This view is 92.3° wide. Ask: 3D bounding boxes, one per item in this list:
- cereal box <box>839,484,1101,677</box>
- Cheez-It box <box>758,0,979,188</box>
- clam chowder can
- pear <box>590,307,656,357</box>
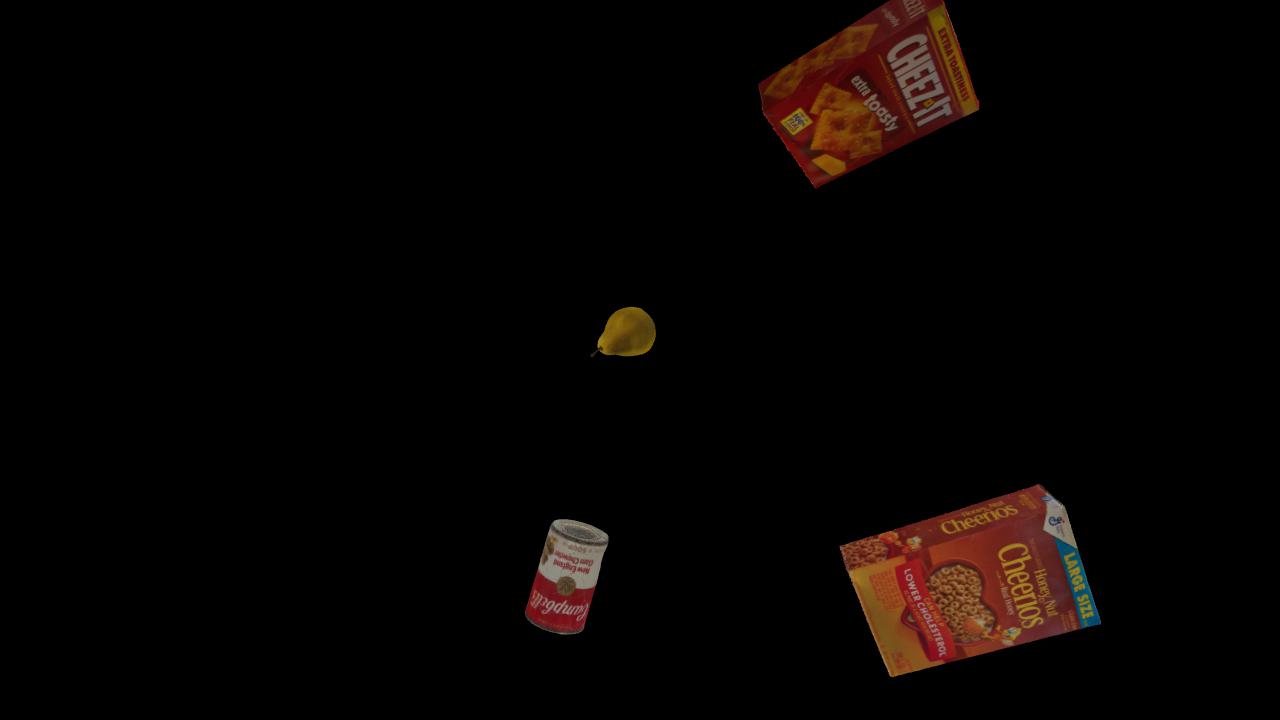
[{"bbox_3d":[0.479,0.329,0.907,0.306,0.203,0.081,-21,13,12],"label":"cereal box"},{"bbox_3d":[0.288,-0.337,0.784,0.223,0.071,0.166,-22,-37,31],"label":"Cheez-It box"},{"bbox_3d":[-0.079,0.234,0.671,0.068,0.102,0.068,16,-1,0],"label":"clam chowder can"},{"bbox_3d":[-0.028,-0.034,0.886,0.080,0.080,0.111,0,18,33],"label":"pear"}]
